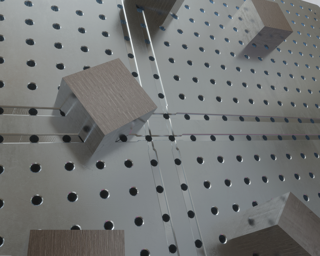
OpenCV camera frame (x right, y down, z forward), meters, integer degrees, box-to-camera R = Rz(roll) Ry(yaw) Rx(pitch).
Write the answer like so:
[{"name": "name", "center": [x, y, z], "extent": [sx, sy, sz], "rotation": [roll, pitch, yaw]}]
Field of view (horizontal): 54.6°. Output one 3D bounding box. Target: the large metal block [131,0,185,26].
[{"name": "large metal block", "center": [0.001, -0.234, 0.516], "extent": [0.080, 0.080, 0.050], "rotation": [40, 51, -1]}]

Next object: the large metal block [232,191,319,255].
[{"name": "large metal block", "center": [0.150, 0.133, 0.372], "extent": [0.080, 0.080, 0.050], "rotation": [43, 51, 1]}]

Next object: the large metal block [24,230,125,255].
[{"name": "large metal block", "center": [-0.076, 0.135, 0.269], "extent": [0.081, 0.050, 0.080], "rotation": [9, 58, -24]}]

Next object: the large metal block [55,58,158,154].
[{"name": "large metal block", "center": [-0.065, -0.028, 0.374], "extent": [0.081, 0.050, 0.080], "rotation": [-31, 79, -38]}]

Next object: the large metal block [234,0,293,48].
[{"name": "large metal block", "center": [0.212, -0.215, 0.636], "extent": [0.081, 0.050, 0.080], "rotation": [-1, 63, -29]}]
